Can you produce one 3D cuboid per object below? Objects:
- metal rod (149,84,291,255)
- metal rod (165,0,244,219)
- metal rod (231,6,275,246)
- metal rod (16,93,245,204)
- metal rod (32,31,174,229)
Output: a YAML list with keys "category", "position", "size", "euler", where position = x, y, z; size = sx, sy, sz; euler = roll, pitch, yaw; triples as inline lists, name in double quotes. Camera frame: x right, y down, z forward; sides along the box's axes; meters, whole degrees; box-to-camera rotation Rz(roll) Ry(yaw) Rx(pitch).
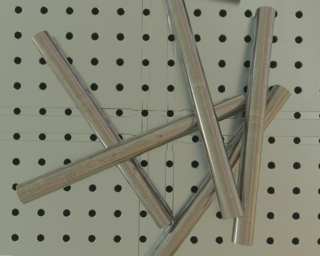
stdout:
- category: "metal rod"
  position: [0.075, 0.070, 0.413]
  size: [0.025, 0.025, 0.300]
  euler: [36, 90, 0]
- category: "metal rod"
  position: [0.050, -0.041, 0.384]
  size: [0.025, 0.025, 0.299]
  euler: [-13, 79, 0]
- category: "metal rod"
  position: [0.119, -0.010, 0.390]
  size: [0.025, 0.025, 0.299]
  euler: [9, 81, 0]
- category: "metal rod"
  position: [-0.027, 0.022, 0.391]
  size: [0.302, 0.025, 0.025]
  euler: [-23, 90, -9]
- category: "metal rod"
  position: [-0.075, 0.003, 0.412]
  size: [0.025, 0.025, 0.299]
  euler: [-34, 90, 0]
